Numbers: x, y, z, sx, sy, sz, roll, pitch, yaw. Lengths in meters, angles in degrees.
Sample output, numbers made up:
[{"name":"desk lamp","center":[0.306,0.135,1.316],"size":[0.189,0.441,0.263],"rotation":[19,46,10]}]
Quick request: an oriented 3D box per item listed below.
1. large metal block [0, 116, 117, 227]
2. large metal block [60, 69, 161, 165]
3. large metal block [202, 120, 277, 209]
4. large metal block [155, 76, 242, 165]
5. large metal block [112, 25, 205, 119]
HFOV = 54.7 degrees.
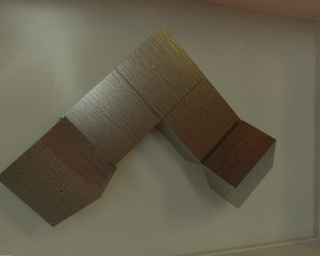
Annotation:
[{"name":"large metal block","center":[-0.109,0.048,0.332],"size":[0.080,0.050,0.080],"rotation":[-35,106,27]},{"name":"large metal block","center":[-0.060,-0.011,0.373],"size":[0.080,0.050,0.080],"rotation":[-46,104,-14]},{"name":"large metal block","center":[0.107,0.050,0.412],"size":[0.080,0.050,0.080],"rotation":[-46,148,-14]},{"name":"large metal block","center":[0.047,-0.009,0.413],"size":[0.080,0.050,0.080],"rotation":[-46,104,-14]},{"name":"large metal block","center":[-0.005,-0.067,0.393],"size":[0.080,0.050,0.080],"rotation":[-46,104,-14]}]
